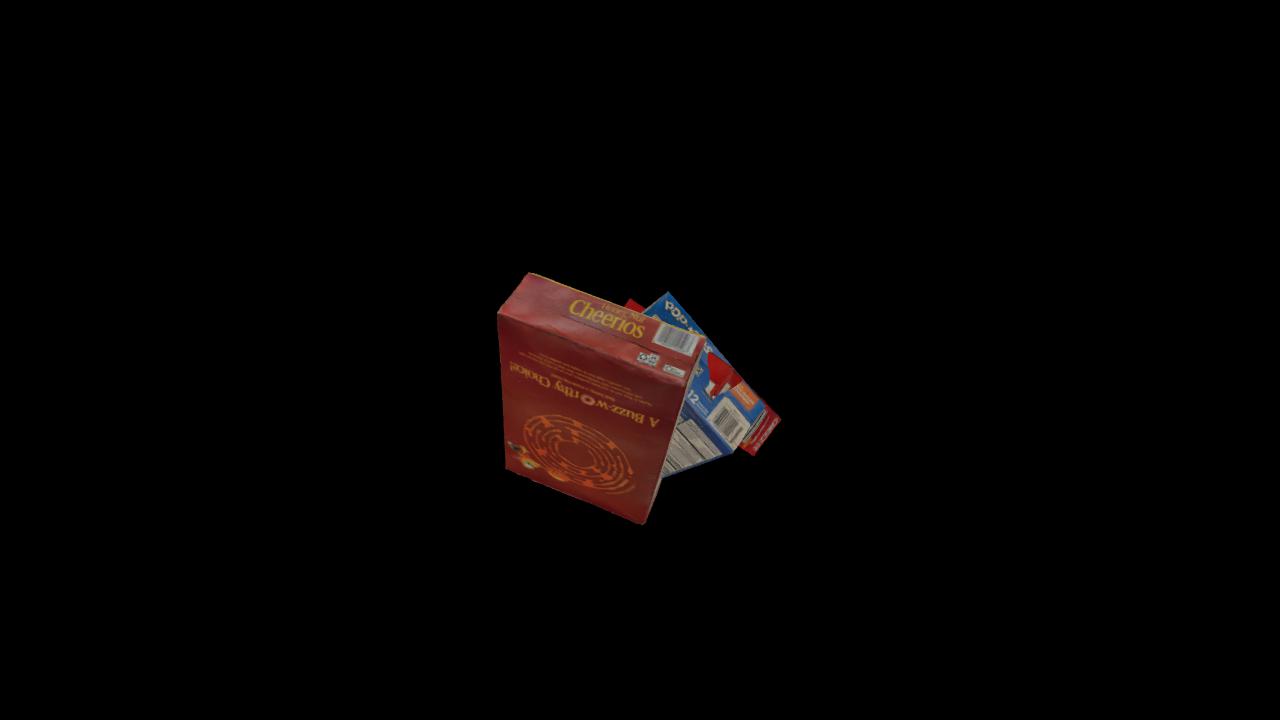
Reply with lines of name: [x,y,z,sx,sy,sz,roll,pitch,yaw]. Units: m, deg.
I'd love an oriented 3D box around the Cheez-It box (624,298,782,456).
Cheez-It box: [0.069,0.029,0.764,0.166,0.071,0.223,37,-1,33]

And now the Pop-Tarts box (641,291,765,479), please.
Pop-Tarts box: [0.028,0.034,0.690,0.083,0.167,0.141,-44,6,-37]

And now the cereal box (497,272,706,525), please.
cereal box: [-0.056,0.061,0.716,0.203,0.081,0.306,20,-40,8]
